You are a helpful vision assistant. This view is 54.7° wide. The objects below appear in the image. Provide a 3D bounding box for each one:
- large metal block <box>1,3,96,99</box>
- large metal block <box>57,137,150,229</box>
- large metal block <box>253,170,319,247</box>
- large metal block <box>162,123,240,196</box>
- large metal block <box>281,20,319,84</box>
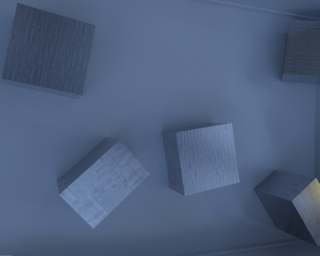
[{"bbox_3d":[-0.124,-0.082,0.351,0.081,0.050,0.080,11,86,-20],"label":"large metal block"},{"bbox_3d":[-0.068,0.057,0.356,0.080,0.080,0.050,-43,104,-15],"label":"large metal block"},{"bbox_3d":[0.198,0.113,0.454,0.050,0.080,0.080,-36,102,-16],"label":"large metal block"},{"bbox_3d":[0.054,0.039,0.417,0.081,0.050,0.080,-9,93,-20],"label":"large metal block"},{"bbox_3d":[0.229,-0.111,0.461,0.080,0.050,0.080,7,87,17],"label":"large metal block"}]
